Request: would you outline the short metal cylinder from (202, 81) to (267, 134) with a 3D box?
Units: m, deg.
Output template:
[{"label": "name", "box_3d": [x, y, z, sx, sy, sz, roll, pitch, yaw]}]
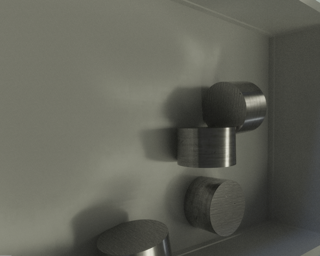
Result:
[{"label": "short metal cylinder", "box_3d": [0.111, -0.030, 0.466, 0.050, 0.080, 0.079, -8, 96, -40]}]

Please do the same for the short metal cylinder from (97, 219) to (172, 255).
[{"label": "short metal cylinder", "box_3d": [-0.027, 0.145, 0.351, 0.081, 0.080, 0.050, -15, 100, -39]}]

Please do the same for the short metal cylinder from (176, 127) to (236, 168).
[{"label": "short metal cylinder", "box_3d": [0.063, 0.024, 0.426, 0.081, 0.080, 0.050, -3, 92, -40]}]

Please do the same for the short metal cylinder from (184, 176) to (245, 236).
[{"label": "short metal cylinder", "box_3d": [0.082, 0.114, 0.462, 0.081, 0.050, 0.079, 0, 90, -40]}]
